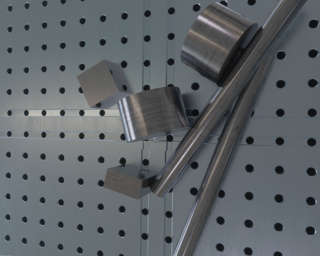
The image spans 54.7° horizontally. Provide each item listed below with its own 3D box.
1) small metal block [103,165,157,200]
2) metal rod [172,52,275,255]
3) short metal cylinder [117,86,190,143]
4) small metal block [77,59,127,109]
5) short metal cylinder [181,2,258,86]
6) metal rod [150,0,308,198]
[{"bbox_3d":[-0.039,0.070,0.413,0.050,0.050,0.025,15,95,19],"label":"small metal block"},{"bbox_3d":[0.072,0.052,0.387,0.025,0.025,0.298,23,97,18],"label":"metal rod"},{"bbox_3d":[-0.008,-0.015,0.386,0.080,0.080,0.050,-16,85,19],"label":"short metal cylinder"},{"bbox_3d":[-0.083,-0.062,0.442,0.050,0.025,0.050,-27,81,18],"label":"small metal block"},{"bbox_3d":[0.068,-0.096,0.359,0.050,0.080,0.080,36,102,16],"label":"short metal cylinder"},{"bbox_3d":[0.075,-0.034,0.367,0.025,0.025,0.298,38,109,16],"label":"metal rod"}]
